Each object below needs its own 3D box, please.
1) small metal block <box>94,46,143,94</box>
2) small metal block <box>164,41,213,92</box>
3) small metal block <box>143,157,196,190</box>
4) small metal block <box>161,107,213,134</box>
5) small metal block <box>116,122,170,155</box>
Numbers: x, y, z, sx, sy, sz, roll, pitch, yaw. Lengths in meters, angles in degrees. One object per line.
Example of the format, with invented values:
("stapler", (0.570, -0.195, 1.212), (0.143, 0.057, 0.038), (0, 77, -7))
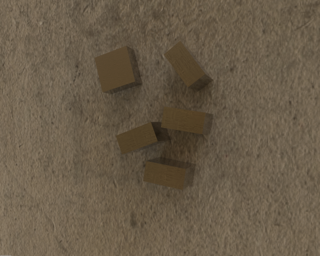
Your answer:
("small metal block", (-0.057, -0.079, 0.428), (0.050, 0.025, 0.050), (-15, 85, 19))
("small metal block", (0.036, -0.074, 0.382), (0.025, 0.050, 0.050), (-38, 78, 16))
("small metal block", (0.013, 0.056, 0.390), (0.050, 0.050, 0.025), (9, 93, 19))
("small metal block", (0.035, -0.009, 0.383), (0.050, 0.050, 0.025), (10, 94, 19))
("small metal block", (-0.021, 0.013, 0.402), (0.050, 0.050, 0.025), (-21, 83, 18))
